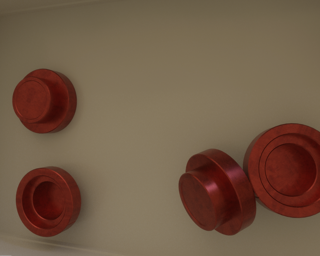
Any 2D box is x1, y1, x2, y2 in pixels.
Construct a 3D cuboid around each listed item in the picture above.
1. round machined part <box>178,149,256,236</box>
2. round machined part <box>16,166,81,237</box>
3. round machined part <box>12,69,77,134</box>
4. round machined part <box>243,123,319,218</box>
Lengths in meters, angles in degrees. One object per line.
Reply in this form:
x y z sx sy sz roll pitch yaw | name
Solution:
0.057 0.076 0.351 0.098 0.042 0.097 41 141 45 | round machined part
-0.157 0.105 0.455 0.098 0.042 0.097 0 90 19 | round machined part
-0.179 -0.040 0.463 0.098 0.042 0.097 0 90 19 | round machined part
0.140 0.046 0.341 0.099 0.042 0.097 0 82 -2 | round machined part
